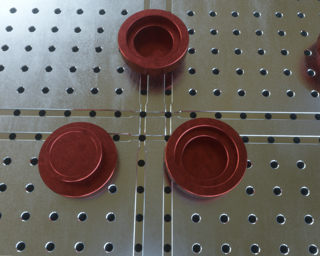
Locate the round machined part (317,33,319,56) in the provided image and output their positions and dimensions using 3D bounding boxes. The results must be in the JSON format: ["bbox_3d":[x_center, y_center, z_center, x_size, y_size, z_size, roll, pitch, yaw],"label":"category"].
[{"bbox_3d":[0.276,-0.114,0.448,0.099,0.042,0.098,0,70,-1],"label":"round machined part"}]

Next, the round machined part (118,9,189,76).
[{"bbox_3d":[-0.009,-0.118,0.446,0.099,0.042,0.098,0,70,-1],"label":"round machined part"}]

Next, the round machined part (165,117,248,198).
[{"bbox_3d":[0.055,0.039,0.389,0.099,0.042,0.098,0,70,-1],"label":"round machined part"}]

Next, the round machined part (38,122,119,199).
[{"bbox_3d":[-0.103,0.037,0.388,0.099,0.042,0.098,0,70,-1],"label":"round machined part"}]
